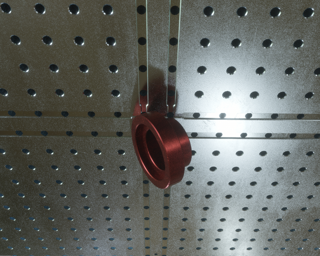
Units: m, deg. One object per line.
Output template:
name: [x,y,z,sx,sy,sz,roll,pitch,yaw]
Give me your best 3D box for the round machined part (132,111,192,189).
round machined part: [0.005,0.025,0.397,0.042,0.098,0.097,-19,136,-25]
